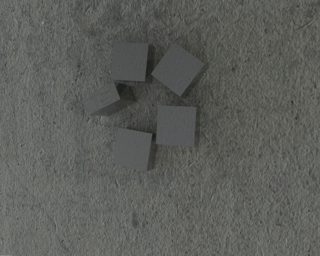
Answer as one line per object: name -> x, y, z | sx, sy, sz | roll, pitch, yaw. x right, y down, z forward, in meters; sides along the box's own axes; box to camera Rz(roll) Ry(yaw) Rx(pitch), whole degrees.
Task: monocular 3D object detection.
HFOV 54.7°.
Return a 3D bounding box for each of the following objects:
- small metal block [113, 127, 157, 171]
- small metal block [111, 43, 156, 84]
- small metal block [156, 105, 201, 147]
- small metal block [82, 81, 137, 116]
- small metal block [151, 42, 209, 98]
small metal block -> -0.033, 0.028, 0.420 | 0.050, 0.025, 0.050 | 10, 93, 19
small metal block -> -0.036, -0.088, 0.422 | 0.050, 0.025, 0.050 | 6, 92, 19
small metal block -> 0.024, -0.003, 0.400 | 0.050, 0.025, 0.050 | 4, 91, 20
small metal block -> -0.067, -0.038, 0.419 | 0.050, 0.050, 0.025 | -24, 82, 18
small metal block -> 0.026, -0.074, 0.400 | 0.050, 0.025, 0.050 | 40, 102, 15
